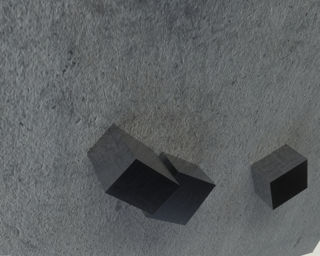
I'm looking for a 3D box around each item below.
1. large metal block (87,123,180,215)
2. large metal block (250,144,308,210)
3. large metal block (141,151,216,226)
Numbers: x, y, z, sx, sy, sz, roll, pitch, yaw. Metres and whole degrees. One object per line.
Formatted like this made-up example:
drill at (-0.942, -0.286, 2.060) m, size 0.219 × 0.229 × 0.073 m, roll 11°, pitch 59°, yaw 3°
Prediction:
large metal block at (-0.034, 0.050, 0.384) m, size 0.050 × 0.080 × 0.080 m, roll -48°, pitch 129°, yaw 5°
large metal block at (0.218, 0.089, 0.565) m, size 0.080 × 0.050 × 0.080 m, roll -29°, pitch 128°, yaw -10°
large metal block at (0.021, 0.091, 0.458) m, size 0.080 × 0.050 × 0.080 m, roll 25°, pitch 105°, yaw -37°
